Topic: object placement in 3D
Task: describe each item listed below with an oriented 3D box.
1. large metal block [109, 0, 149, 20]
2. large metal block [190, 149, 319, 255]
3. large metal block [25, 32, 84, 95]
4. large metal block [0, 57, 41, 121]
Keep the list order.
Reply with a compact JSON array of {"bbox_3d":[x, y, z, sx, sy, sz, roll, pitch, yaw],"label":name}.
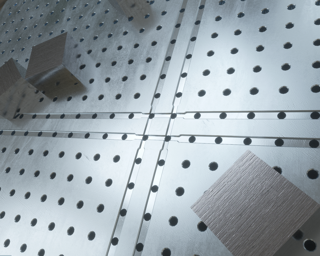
[{"bbox_3d":[-0.076,-0.261,0.575,0.050,0.080,0.080,-41,51,0],"label":"large metal block"},{"bbox_3d":[0.091,0.082,0.295,0.080,0.050,0.080,-45,51,-3],"label":"large metal block"},{"bbox_3d":[-0.190,-0.117,0.565,0.080,0.050,0.080,-16,55,19],"label":"large metal block"},{"bbox_3d":[-0.284,-0.074,0.589,0.080,0.050,0.080,-42,51,-1],"label":"large metal block"}]
